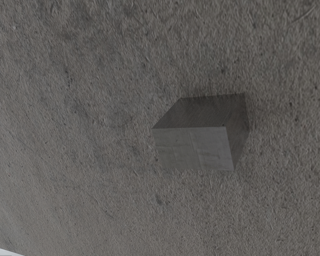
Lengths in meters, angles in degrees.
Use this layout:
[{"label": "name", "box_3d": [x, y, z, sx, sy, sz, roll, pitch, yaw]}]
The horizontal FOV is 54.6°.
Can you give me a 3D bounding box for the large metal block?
[{"label": "large metal block", "box_3d": [0.049, 0.003, 0.347, 0.080, 0.080, 0.050, -2, 118, 29]}]
